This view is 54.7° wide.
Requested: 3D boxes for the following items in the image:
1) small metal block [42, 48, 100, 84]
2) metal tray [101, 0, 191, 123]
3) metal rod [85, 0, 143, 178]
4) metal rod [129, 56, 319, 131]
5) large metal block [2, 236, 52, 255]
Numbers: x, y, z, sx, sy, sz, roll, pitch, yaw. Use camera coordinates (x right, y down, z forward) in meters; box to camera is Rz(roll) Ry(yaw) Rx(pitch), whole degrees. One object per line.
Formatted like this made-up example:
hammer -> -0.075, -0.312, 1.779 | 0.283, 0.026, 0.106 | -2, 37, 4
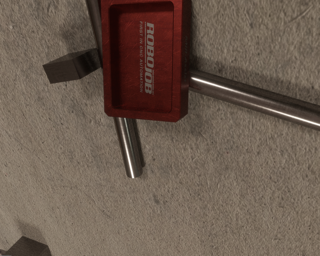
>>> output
small metal block -> -0.111, -0.080, 0.398 | 0.050, 0.050, 0.025 | -3, 117, 29
metal tray -> -0.015, -0.075, 0.336 | 0.090, 0.030, 0.129 | 5, 104, 20
metal rod -> -0.059, -0.062, 0.397 | 0.025, 0.025, 0.298 | 5, 121, 25
metal rod -> 0.104, -0.031, 0.332 | 0.301, 0.025, 0.025 | 20, 126, 16
large metal block -> -0.316, 0.312, 0.727 | 0.080, 0.080, 0.050 | 10, 123, 22
